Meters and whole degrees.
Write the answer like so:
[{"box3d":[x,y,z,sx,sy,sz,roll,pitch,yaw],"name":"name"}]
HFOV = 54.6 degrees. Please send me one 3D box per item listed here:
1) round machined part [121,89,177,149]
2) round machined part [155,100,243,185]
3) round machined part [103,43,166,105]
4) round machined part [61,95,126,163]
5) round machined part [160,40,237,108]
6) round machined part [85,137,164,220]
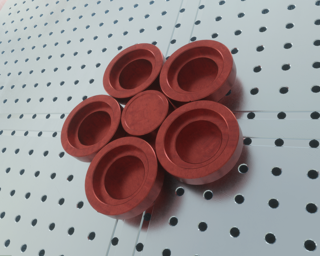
[{"box3d":[-0.012,-0.011,0.411,0.098,0.042,0.098,-13,56,21],"name":"round machined part"},{"box3d":[0.047,0.020,0.361,0.098,0.042,0.098,-13,56,21],"name":"round machined part"},{"box3d":[-0.032,-0.075,0.461,0.098,0.042,0.098,-13,56,21],"name":"round machined part"},{"box3d":[-0.088,0.004,0.441,0.098,0.042,0.098,-13,56,21],"name":"round machined part"},{"box3d":[0.052,-0.065,0.410,0.098,0.042,0.098,-13,56,21],"name":"round machined part"},{"box3d":[-0.039,0.063,0.379,0.098,0.042,0.098,-13,56,21],"name":"round machined part"}]
